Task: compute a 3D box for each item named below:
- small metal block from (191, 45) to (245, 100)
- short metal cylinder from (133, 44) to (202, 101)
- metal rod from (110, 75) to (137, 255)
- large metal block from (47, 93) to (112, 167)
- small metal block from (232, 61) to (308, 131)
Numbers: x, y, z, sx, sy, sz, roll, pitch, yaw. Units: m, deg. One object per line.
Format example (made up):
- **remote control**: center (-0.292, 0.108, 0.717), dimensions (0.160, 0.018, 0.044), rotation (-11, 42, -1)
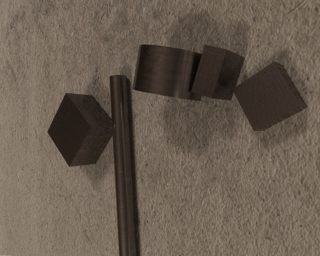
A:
- **small metal block**: center (0.063, -0.058, 0.334), dimensions (0.025, 0.050, 0.050), rotation (23, 105, 32)
- **short metal cylinder**: center (0.012, -0.063, 0.358), dimensions (0.080, 0.081, 0.050), rotation (16, 100, 38)
- **metal rod**: center (-0.052, 0.074, 0.445), dimensions (0.025, 0.025, 0.298), rotation (-6, 86, 39)
- **large metal block**: center (-0.124, 0.002, 0.488), dimensions (0.080, 0.050, 0.080), rotation (48, 118, 29)
- **small metal block**: center (0.110, -0.031, 0.313), dimensions (0.050, 0.025, 0.050), rotation (-35, 69, 34)
